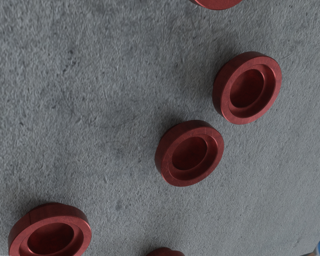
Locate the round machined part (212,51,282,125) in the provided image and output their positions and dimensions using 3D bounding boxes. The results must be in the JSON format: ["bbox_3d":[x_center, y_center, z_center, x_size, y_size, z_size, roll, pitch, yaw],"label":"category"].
[{"bbox_3d":[0.112,-0.057,0.422,0.099,0.042,0.097,-14,124,-21],"label":"round machined part"}]

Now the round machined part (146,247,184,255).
[{"bbox_3d":[0.002,0.254,0.554,0.099,0.042,0.097,-14,124,-21],"label":"round machined part"}]

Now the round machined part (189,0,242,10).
[{"bbox_3d":[0.056,-0.176,0.317,0.099,0.042,0.097,-14,124,-21],"label":"round machined part"}]

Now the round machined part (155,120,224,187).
[{"bbox_3d":[0.037,0.031,0.435,0.099,0.042,0.097,-14,124,-21],"label":"round machined part"}]

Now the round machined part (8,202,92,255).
[{"bbox_3d":[-0.143,0.136,0.402,0.099,0.042,0.097,-14,124,-21],"label":"round machined part"}]
